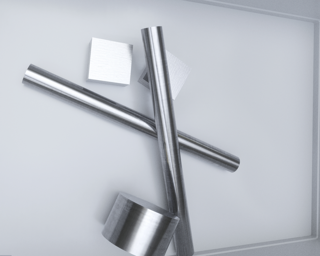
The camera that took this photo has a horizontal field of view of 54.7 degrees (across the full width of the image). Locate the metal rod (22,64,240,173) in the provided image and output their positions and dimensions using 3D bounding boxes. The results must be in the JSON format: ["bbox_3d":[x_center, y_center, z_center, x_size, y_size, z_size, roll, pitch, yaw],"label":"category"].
[{"bbox_3d":[-0.022,-0.005,0.403,0.302,0.025,0.025,24,82,-19],"label":"metal rod"}]

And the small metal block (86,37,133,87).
[{"bbox_3d":[-0.063,-0.081,0.388,0.050,0.025,0.050,5,88,-20],"label":"small metal block"}]

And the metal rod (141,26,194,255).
[{"bbox_3d":[0.012,0.028,0.391,0.025,0.025,0.298,-14,104,-20],"label":"metal rod"}]

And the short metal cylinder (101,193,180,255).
[{"bbox_3d":[-0.023,0.117,0.374,0.080,0.080,0.050,27,81,-19],"label":"short metal cylinder"}]

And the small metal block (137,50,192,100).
[{"bbox_3d":[0.006,-0.071,0.414,0.050,0.025,0.050,33,79,-18],"label":"small metal block"}]
